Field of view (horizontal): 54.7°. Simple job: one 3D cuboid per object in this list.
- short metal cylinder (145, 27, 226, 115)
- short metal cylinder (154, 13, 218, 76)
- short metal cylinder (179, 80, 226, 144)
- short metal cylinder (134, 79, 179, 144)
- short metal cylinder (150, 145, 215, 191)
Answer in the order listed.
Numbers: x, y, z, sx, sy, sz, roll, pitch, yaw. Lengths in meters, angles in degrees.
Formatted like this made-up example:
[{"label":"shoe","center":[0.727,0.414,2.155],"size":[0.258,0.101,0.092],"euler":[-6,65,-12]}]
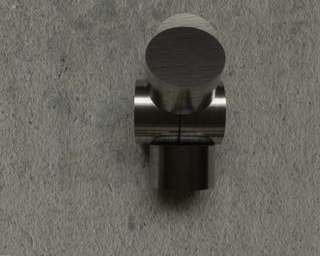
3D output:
[{"label":"short metal cylinder","center":[0.025,-0.061,0.333],"size":[0.081,0.050,0.080],"euler":[1,61,-1]},{"label":"short metal cylinder","center":[0.031,-0.099,0.400],"size":[0.081,0.050,0.079],"euler":[0,90,-1]},{"label":"short metal cylinder","center":[0.049,-0.019,0.384],"size":[0.050,0.080,0.079],"euler":[0,90,0]},{"label":"short metal cylinder","center":[-0.004,-0.020,0.384],"size":[0.050,0.080,0.079],"euler":[1,90,-1]},{"label":"short metal cylinder","center":[0.027,0.045,0.384],"size":[0.081,0.080,0.050],"euler":[0,90,-1]}]
